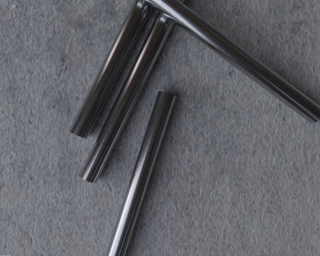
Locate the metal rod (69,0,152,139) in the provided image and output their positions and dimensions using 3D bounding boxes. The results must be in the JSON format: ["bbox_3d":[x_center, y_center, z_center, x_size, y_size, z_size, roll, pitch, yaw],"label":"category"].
[{"bbox_3d":[-0.041,-0.125,0.409,0.025,0.025,0.299,26,90,-1],"label":"metal rod"}]

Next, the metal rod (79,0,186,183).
[{"bbox_3d":[-0.030,-0.067,0.409,0.025,0.025,0.299,26,90,-1],"label":"metal rod"}]

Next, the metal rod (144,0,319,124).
[{"bbox_3d":[0.086,-0.100,0.394,0.301,0.025,0.025,34,90,-7],"label":"metal rod"}]

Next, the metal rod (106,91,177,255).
[{"bbox_3d":[-0.036,0.097,0.409,0.025,0.025,0.298,18,90,-1],"label":"metal rod"}]
